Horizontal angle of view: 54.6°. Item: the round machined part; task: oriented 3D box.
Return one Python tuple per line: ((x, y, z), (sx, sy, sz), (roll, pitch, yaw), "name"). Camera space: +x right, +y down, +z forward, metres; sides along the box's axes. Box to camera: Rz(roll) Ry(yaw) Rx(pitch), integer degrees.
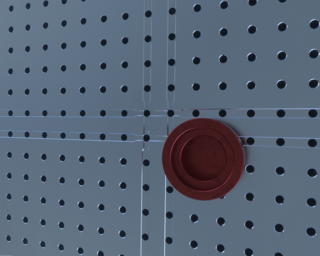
((0.056, 0.037, 0.384), (0.098, 0.042, 0.097), (0, 90, 20), "round machined part")
